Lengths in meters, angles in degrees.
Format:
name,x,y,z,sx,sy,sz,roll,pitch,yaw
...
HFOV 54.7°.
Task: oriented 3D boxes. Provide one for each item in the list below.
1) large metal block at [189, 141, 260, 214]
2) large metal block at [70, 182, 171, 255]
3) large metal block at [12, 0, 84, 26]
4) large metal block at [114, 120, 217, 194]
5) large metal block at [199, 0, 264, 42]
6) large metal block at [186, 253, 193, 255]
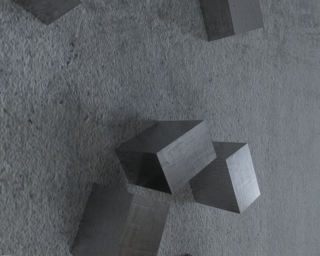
name,x,y,z,sx,sy,sz,roll,pitch,yaw
large metal block,0.086,0.066,0.441,0.050,0.080,0.080,-29,108,-36
large metal block,-0.044,0.109,0.332,0.050,0.080,0.080,26,74,-37
large metal block,-0.094,-0.153,0.289,0.050,0.080,0.080,34,69,-35
large metal block,0.007,0.030,0.374,0.081,0.080,0.050,-32,110,-35
large metal block,0.111,-0.185,0.481,0.081,0.050,0.080,-25,106,-37
large metal block,0.073,0.230,0.431,0.050,0.080,0.080,-51,120,-28
